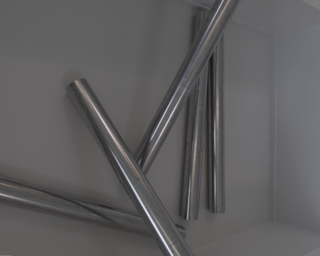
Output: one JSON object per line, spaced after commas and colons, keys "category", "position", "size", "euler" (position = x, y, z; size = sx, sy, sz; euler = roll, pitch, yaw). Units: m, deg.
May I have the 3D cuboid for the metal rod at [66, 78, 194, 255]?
{"category": "metal rod", "position": [-0.011, 0.079, 0.312], "size": [0.025, 0.025, 0.299], "euler": [-26, 80, -37]}

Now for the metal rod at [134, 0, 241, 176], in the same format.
{"category": "metal rod", "position": [0.034, -0.063, 0.354], "size": [0.025, 0.025, 0.299], "euler": [21, 102, -38]}

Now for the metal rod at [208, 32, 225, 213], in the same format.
{"category": "metal rod", "position": [0.087, -0.020, 0.479], "size": [0.025, 0.025, 0.298], "euler": [-1, 91, -40]}

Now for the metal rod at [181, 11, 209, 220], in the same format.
{"category": "metal rod", "position": [0.053, -0.020, 0.450], "size": [0.025, 0.025, 0.298], "euler": [7, 85, -40]}

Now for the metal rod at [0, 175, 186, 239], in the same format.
{"category": "metal rod", "position": [-0.081, 0.091, 0.338], "size": [0.301, 0.025, 0.025], "euler": [28, 73, -37]}
